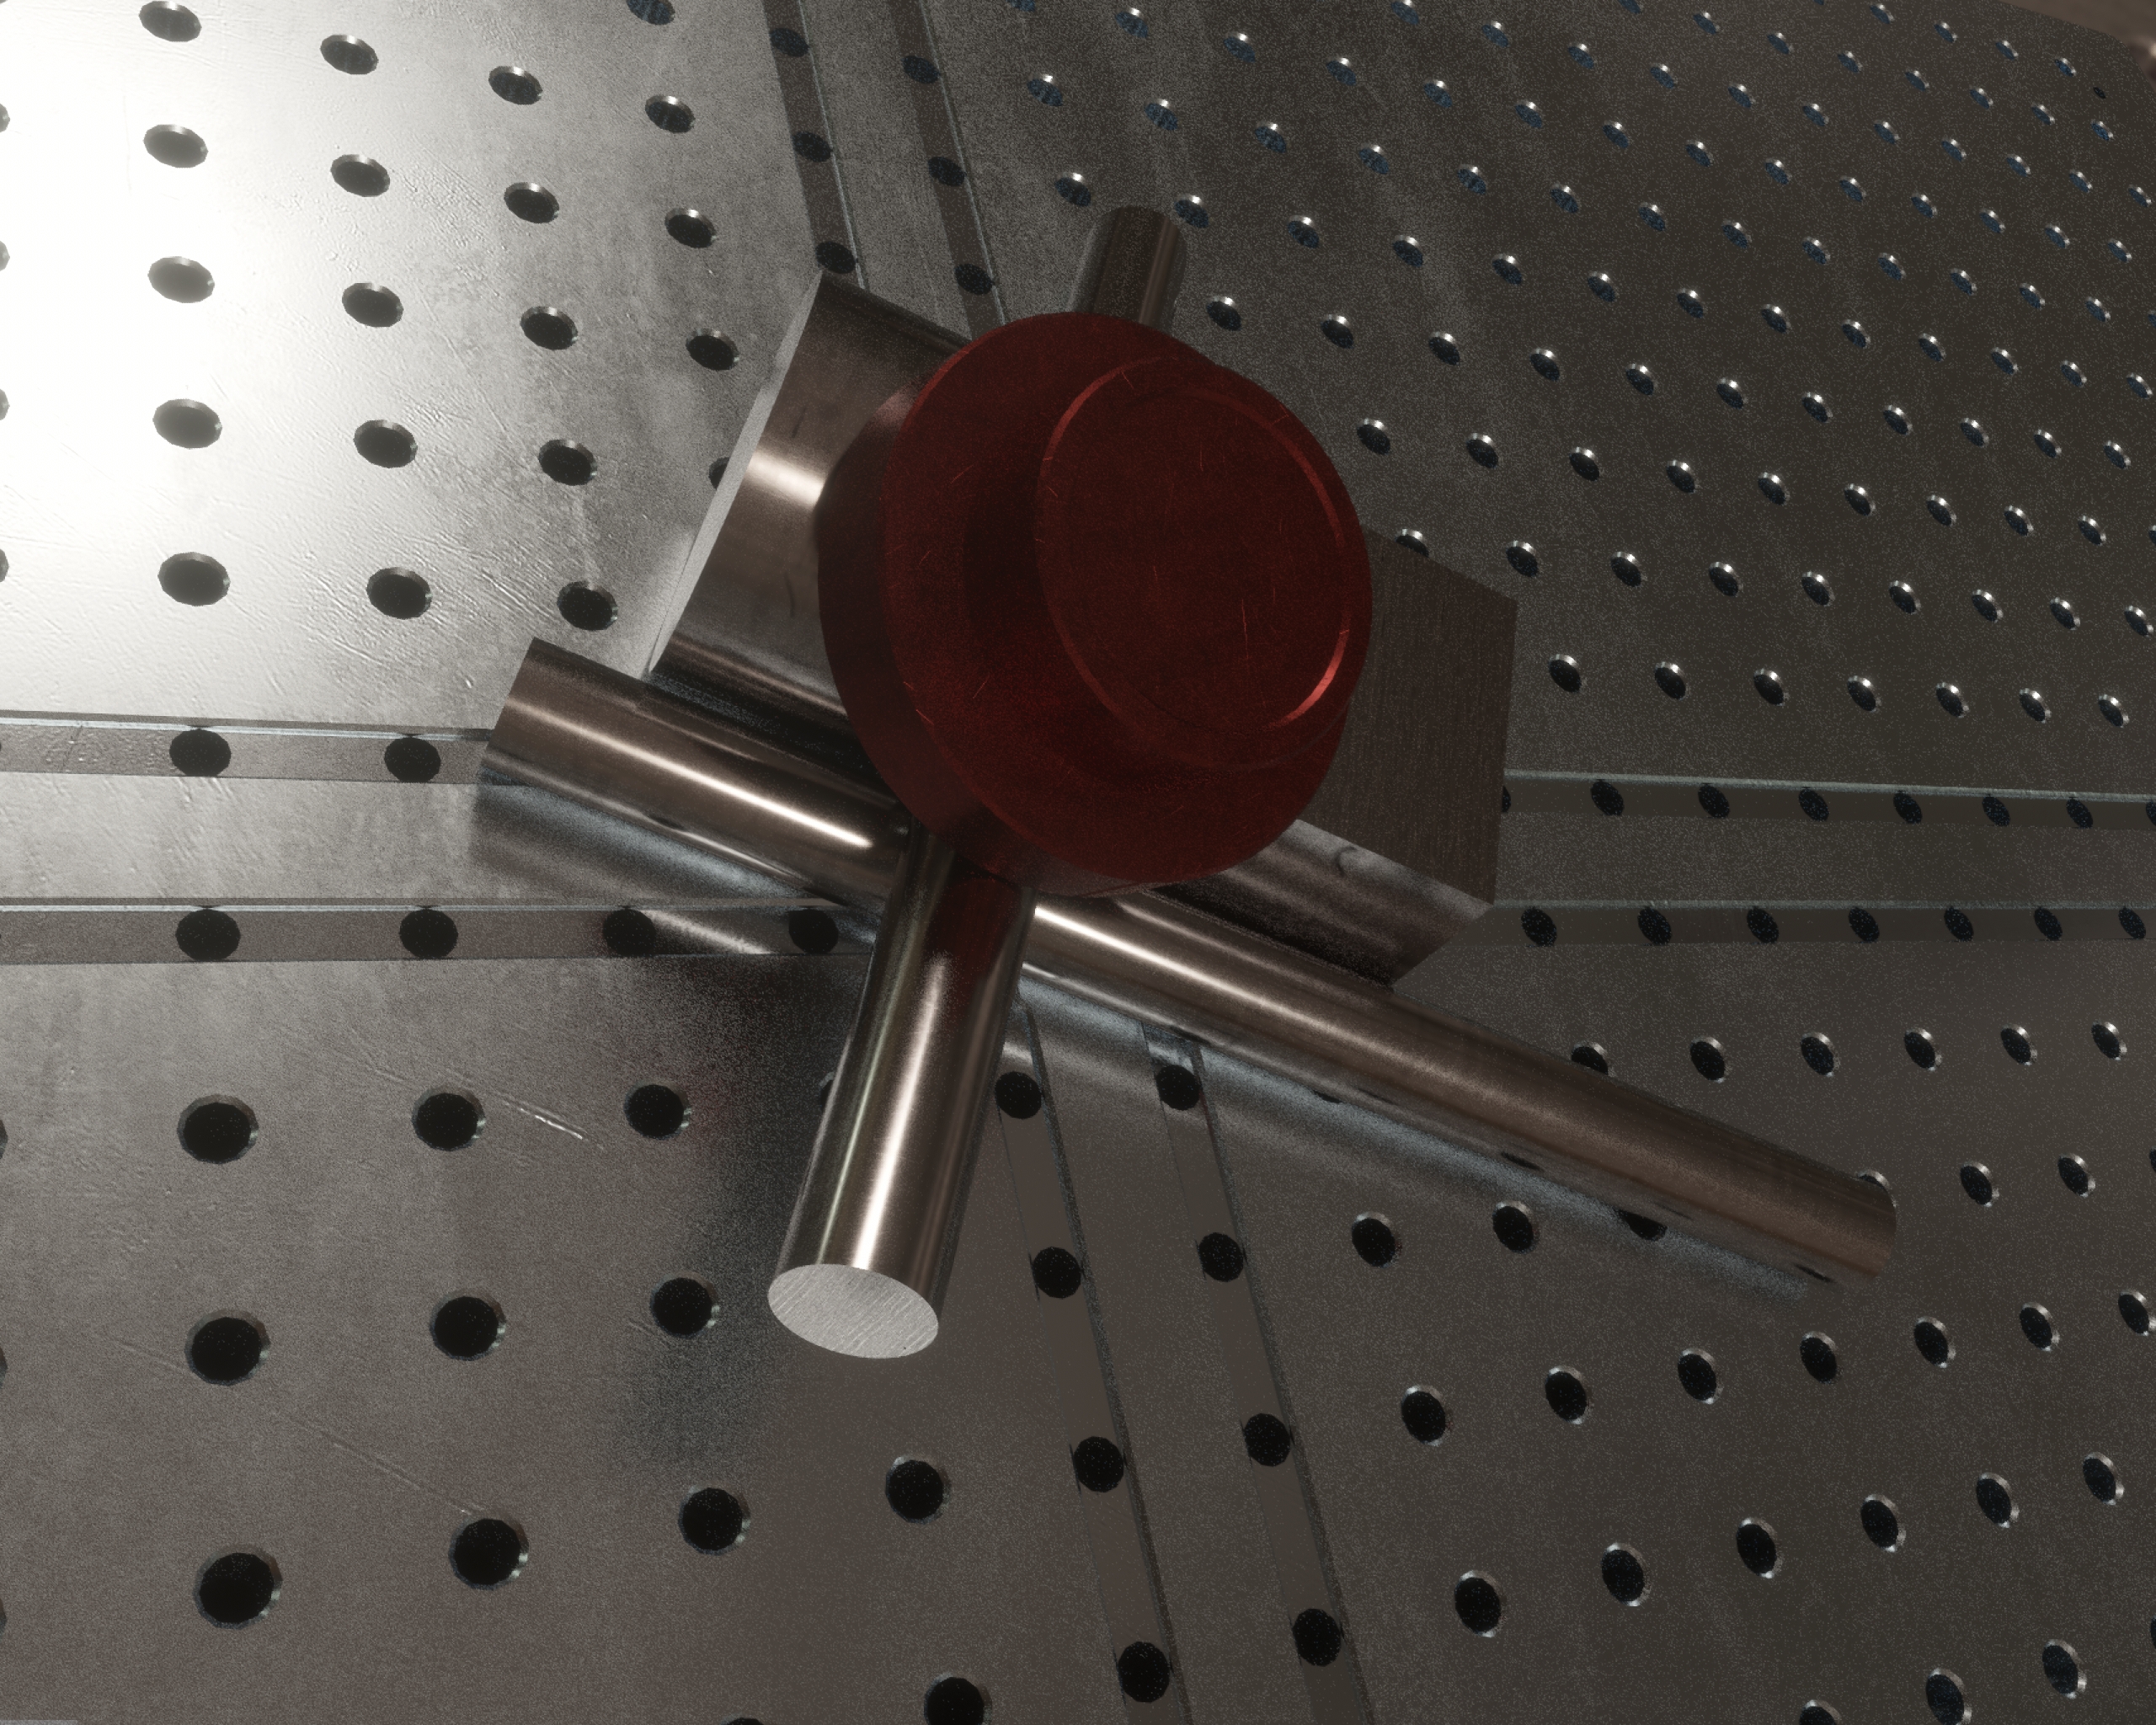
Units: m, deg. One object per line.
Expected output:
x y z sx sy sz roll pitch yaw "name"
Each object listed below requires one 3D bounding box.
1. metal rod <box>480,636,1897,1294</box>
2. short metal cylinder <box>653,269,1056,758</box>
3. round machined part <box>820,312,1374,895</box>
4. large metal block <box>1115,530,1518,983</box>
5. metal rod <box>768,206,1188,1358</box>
0.033 0.026 0.411 0.302 0.025 0.025 22 53 -15 "metal rod"
-0.041 -0.063 0.389 0.050 0.080 0.080 23 53 -15 "short metal cylinder"
0.010 -0.045 0.347 0.099 0.042 0.097 7 78 -34 "round machined part"
0.040 -0.027 0.427 0.080 0.050 0.080 23 53 -15 "large metal block"
-0.009 -0.042 0.405 0.025 0.025 0.300 25 45 -13 "metal rod"
